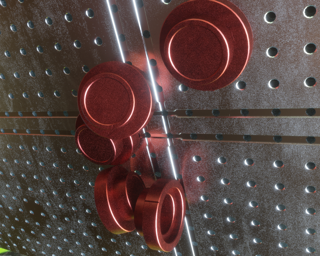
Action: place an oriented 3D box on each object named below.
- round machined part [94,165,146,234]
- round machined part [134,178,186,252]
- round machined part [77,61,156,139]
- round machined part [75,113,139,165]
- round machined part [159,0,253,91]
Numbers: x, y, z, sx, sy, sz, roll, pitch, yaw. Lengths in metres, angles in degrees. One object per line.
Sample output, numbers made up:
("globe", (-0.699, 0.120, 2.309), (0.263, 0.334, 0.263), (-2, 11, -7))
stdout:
("round machined part", (-0.051, 0.102, 0.455), (0.042, 0.098, 0.098), (-19, 110, 18))
("round machined part", (-0.002, 0.120, 0.437), (0.042, 0.098, 0.097), (-1, 118, 27))
("round machined part", (-0.058, -0.034, 0.384), (0.098, 0.042, 0.097), (2, 97, 12))
("round machined part", (-0.083, 0.015, 0.452), (0.098, 0.042, 0.097), (13, 124, 20))
("round machined part", (0.043, -0.084, 0.325), (0.098, 0.042, 0.097), (13, 124, 20))
